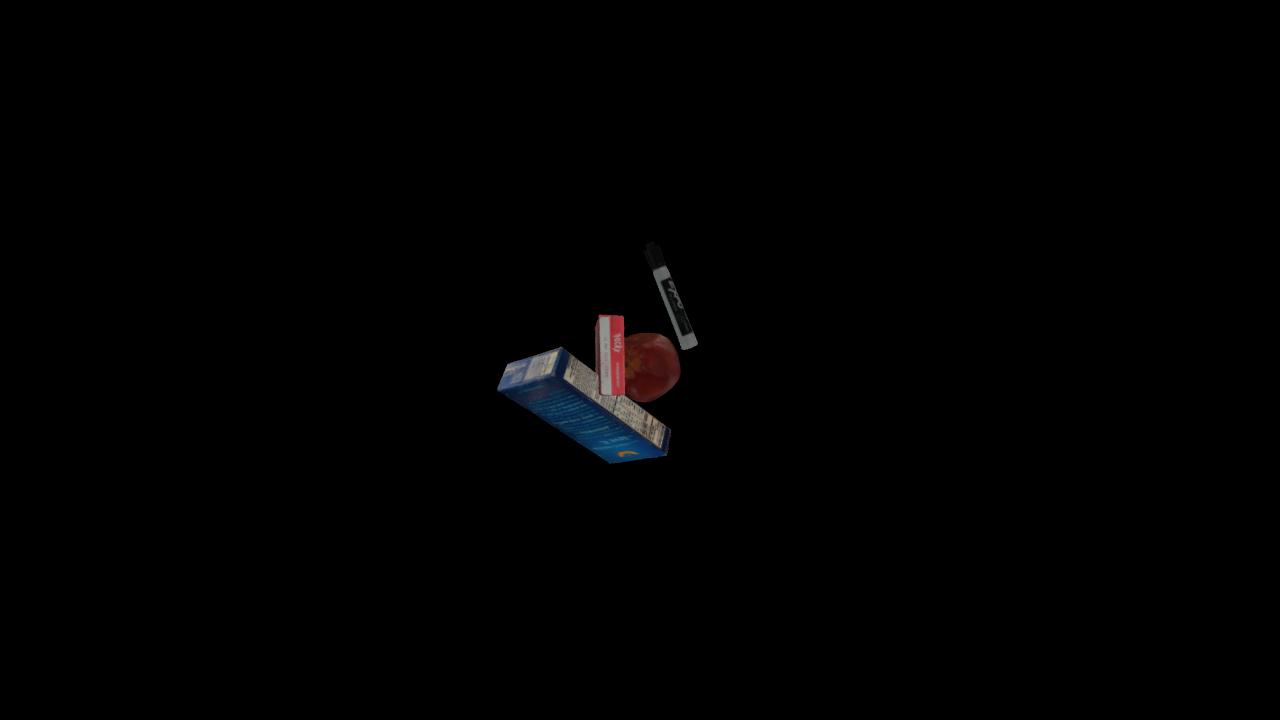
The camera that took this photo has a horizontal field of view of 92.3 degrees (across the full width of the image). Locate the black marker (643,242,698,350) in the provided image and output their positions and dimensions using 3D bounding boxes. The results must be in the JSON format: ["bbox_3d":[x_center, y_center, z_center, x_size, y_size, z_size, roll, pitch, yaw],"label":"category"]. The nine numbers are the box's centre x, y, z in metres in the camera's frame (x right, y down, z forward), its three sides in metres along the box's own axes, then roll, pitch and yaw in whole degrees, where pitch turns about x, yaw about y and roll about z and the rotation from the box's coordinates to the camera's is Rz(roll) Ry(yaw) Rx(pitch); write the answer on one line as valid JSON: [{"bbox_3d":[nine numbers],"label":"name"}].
[{"bbox_3d":[0.032,-0.069,0.664,0.020,0.121,0.020,-22,8,3],"label":"black marker"}]

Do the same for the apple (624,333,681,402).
[{"bbox_3d":[0.005,0.008,0.686,0.079,0.079,0.093,0,-2,22],"label":"apple"}]

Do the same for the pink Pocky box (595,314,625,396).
[{"bbox_3d":[-0.036,-0.005,0.702,0.029,0.084,0.155,0,-1,-6],"label":"pink Pocky box"}]

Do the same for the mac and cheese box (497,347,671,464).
[{"bbox_3d":[-0.058,0.057,0.686,0.093,0.041,0.184,-16,-42,38],"label":"mac and cheese box"}]
